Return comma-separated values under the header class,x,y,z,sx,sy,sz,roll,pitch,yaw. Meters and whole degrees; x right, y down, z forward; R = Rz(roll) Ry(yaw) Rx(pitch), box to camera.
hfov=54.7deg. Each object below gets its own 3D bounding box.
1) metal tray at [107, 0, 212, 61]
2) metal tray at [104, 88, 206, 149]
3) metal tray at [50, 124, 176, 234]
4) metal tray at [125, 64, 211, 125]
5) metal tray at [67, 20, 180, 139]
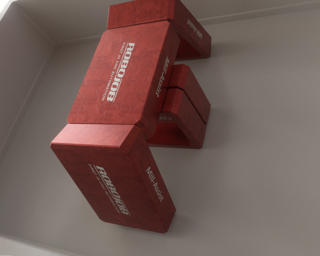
class,x,y,z,sx,sy,sz,roll,pitch,yaw
metal tray,0.004,-0.124,0.410,0.090,0.131,0.030,1,83,28
metal tray,-0.020,-0.009,0.379,0.130,0.090,0.030,1,62,28
metal tray,-0.044,0.055,0.324,0.090,0.129,0.030,1,41,28
metal tray,-0.012,-0.037,0.391,0.130,0.090,0.030,1,62,28
metal tray,-0.037,-0.054,0.337,0.090,0.030,0.130,1,62,28
